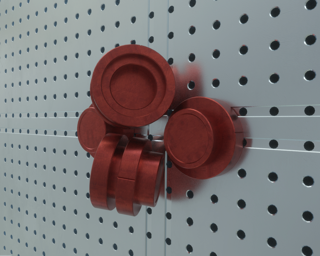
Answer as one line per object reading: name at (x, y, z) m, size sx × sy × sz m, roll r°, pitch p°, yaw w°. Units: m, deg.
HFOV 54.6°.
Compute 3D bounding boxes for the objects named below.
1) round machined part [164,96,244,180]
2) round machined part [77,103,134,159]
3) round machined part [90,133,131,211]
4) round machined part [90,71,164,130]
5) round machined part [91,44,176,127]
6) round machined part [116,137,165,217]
round machined part at (0.043, 0.012, 0.364) m, size 0.098 × 0.042 × 0.097 m, roll 0°, pitch 90°, yaw 40°
round machined part at (-0.089, 0.003, 0.473) m, size 0.098 × 0.042 × 0.097 m, roll 0°, pitch 90°, yaw 40°
round machined part at (-0.052, 0.057, 0.400) m, size 0.042 × 0.098 × 0.097 m, roll 8°, pitch 96°, yaw 8°
round machined part at (-0.042, -0.046, 0.412) m, size 0.042 × 0.099 × 0.098 m, roll 157°, pitch 109°, yaw -79°
round machined part at (-0.033, -0.049, 0.381) m, size 0.042 × 0.099 × 0.098 m, roll 157°, pitch 109°, yaw -79°
round machined part at (-0.021, 0.062, 0.392) m, size 0.042 × 0.098 × 0.097 m, roll 9°, pitch 97°, yaw 8°
